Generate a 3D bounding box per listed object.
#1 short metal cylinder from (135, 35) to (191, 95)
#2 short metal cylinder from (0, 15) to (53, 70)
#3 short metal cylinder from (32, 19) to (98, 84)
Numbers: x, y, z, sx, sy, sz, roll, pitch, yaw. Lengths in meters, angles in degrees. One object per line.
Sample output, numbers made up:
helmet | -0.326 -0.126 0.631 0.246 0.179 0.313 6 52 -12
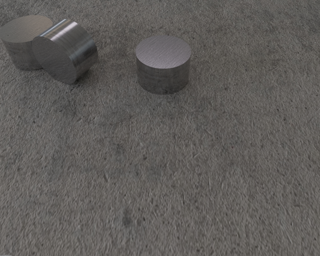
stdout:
short metal cylinder | 0.005 -0.096 0.467 0.080 0.050 0.080 0 50 0
short metal cylinder | -0.207 -0.139 0.500 0.080 0.050 0.080 -1 48 2
short metal cylinder | -0.140 -0.113 0.461 0.080 0.080 0.050 24 54 19
